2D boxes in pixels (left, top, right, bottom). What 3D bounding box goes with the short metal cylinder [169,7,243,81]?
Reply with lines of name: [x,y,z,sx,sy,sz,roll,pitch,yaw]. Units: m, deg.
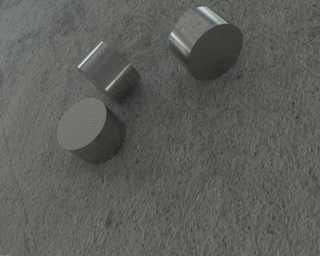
short metal cylinder: [0.060,-0.109,0.404,0.080,0.080,0.050,-37,51,4]

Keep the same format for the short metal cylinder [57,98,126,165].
short metal cylinder: [-0.096,0.005,0.435,0.080,0.050,0.080,-13,56,21]

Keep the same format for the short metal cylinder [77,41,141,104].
short metal cylinder: [-0.075,-0.080,0.458,0.050,0.080,0.080,-50,52,-6]
